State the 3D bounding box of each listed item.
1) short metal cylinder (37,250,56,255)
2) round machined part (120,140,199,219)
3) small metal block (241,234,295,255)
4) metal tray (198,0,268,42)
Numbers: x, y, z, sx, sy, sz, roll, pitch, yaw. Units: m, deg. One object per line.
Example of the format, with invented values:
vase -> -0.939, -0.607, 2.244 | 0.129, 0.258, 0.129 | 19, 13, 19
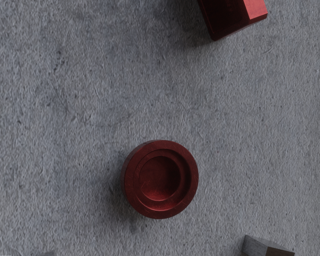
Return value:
short metal cylinder -> -0.130, 0.180, 0.333 | 0.050, 0.080, 0.080 | -15, 96, -20
round machined part -> -0.003, 0.063, 0.400 | 0.099, 0.042, 0.097 | 0, 90, -21
small metal block -> 0.159, 0.182, 0.457 | 0.050, 0.050, 0.025 | 19, 84, -19
metal tray -> 0.081, -0.189, 0.405 | 0.030, 0.090, 0.129 | -25, 99, -18
